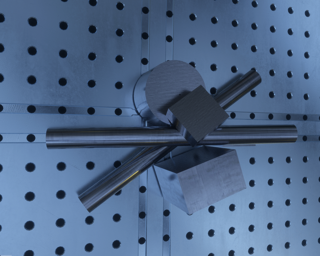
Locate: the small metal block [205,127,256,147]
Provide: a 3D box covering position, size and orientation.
[{"bbox_3d":[0.097,0.012,0.432,0.050,0.050,0.025,0,90,-19],"label":"small metal block"}]

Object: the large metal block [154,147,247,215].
[{"bbox_3d":[0.048,0.061,0.397,0.081,0.080,0.050,-19,97,-19],"label":"large metal block"}]

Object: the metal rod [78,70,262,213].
[{"bbox_3d":[0.025,0.009,0.419,0.301,0.025,0.025,-36,102,-17],"label":"metal rod"}]

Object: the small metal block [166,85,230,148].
[{"bbox_3d":[0.043,-0.014,0.363,0.050,0.025,0.050,-37,79,-16],"label":"small metal block"}]

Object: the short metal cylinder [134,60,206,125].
[{"bbox_3d":[0.012,-0.043,0.400,0.081,0.050,0.079,0,89,-20],"label":"short metal cylinder"}]

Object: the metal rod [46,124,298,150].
[{"bbox_3d":[0.020,0.010,0.379,0.302,0.025,0.025,-1,91,-7],"label":"metal rod"}]
